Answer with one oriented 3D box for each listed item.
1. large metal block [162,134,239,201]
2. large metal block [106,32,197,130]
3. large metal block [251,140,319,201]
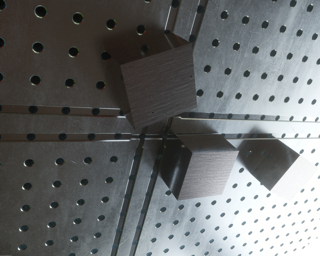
[{"bbox_3d":[0.059,0.056,0.461,0.081,0.050,0.079,0,118,-29],"label":"large metal block"},{"bbox_3d":[-0.008,-0.055,0.356,0.081,0.050,0.080,-21,127,-16],"label":"large metal block"},{"bbox_3d":[0.230,0.079,0.568,0.080,0.050,0.080,27,103,-37],"label":"large metal block"}]
